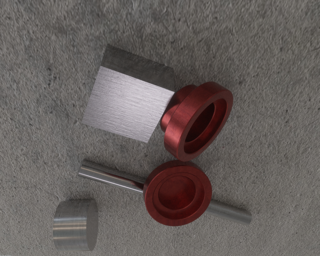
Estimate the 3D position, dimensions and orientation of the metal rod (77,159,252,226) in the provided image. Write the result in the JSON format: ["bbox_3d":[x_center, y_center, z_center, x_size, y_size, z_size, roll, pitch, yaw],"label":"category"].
[{"bbox_3d":[0.018,0.108,0.499,0.302,0.025,0.025,20,127,-17],"label":"metal rod"}]

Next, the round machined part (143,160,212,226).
[{"bbox_3d":[0.023,0.092,0.459,0.099,0.042,0.097,-4,108,-11],"label":"round machined part"}]

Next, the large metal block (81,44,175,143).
[{"bbox_3d":[-0.037,-0.038,0.358,0.081,0.050,0.079,18,128,-14],"label":"large metal block"}]

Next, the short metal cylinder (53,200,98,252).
[{"bbox_3d":[-0.135,0.159,0.505,0.050,0.080,0.079,-2,130,2],"label":"short metal cylinder"}]

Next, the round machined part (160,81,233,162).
[{"bbox_3d":[0.039,-0.012,0.364,0.099,0.042,0.097,-37,148,-27],"label":"round machined part"}]
